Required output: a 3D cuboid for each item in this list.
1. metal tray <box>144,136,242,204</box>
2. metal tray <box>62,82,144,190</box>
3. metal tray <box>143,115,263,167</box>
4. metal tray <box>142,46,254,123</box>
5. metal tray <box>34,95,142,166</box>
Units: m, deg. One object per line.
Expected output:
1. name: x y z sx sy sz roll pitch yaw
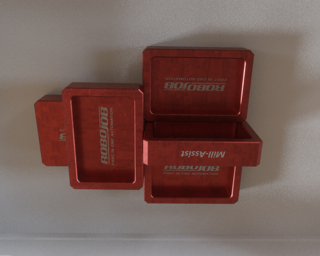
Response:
1. metal tray: 0.044 0.059 0.429 0.131 0.030 0.089 1 110 -1
2. metal tray: -0.065 0.012 0.377 0.091 0.030 0.129 1 110 -1
3. metal tray: 0.047 0.013 0.379 0.131 0.090 0.030 1 110 -1
4. metal tray: 0.044 -0.054 0.388 0.131 0.030 0.089 1 110 -1
5. metal tray: -0.089 0.004 0.405 0.131 0.030 0.089 0 110 -1
